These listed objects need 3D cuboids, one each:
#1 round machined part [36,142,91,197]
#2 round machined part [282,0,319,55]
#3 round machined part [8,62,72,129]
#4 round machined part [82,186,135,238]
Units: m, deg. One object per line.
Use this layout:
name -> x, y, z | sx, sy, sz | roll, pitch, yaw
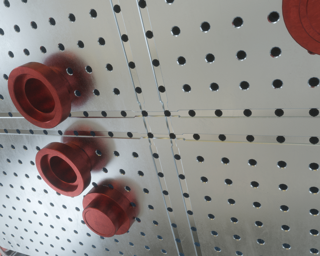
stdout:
round machined part -> -0.157, 0.065, 0.524 | 0.098, 0.042, 0.097 | 13, 124, 21
round machined part -> 0.153, -0.105, 0.255 | 0.098, 0.042, 0.097 | 13, 124, 21
round machined part -> -0.171, -0.051, 0.460 | 0.098, 0.042, 0.097 | 13, 124, 21
round machined part -> -0.097, 0.153, 0.547 | 0.098, 0.042, 0.097 | 13, 124, 21
